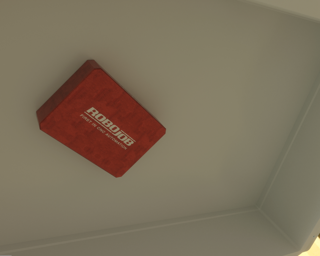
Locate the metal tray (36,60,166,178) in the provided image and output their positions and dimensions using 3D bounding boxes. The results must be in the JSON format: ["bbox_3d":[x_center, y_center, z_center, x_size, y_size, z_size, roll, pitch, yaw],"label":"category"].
[{"bbox_3d":[-0.064,-0.005,0.368,0.090,0.030,0.130,-45,130,3],"label":"metal tray"}]
